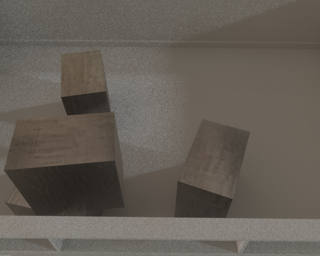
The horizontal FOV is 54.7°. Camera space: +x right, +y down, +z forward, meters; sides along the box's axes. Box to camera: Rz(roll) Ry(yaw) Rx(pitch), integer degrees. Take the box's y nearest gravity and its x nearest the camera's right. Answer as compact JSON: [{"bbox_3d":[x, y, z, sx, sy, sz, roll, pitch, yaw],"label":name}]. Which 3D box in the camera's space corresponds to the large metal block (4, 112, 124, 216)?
[{"bbox_3d":[-0.076,0.034,0.275,0.081,0.080,0.050,-5,50,-4],"label":"large metal block"}]

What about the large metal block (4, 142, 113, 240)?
[{"bbox_3d":[-0.100,0.064,0.334,0.080,0.050,0.080,10,51,8],"label":"large metal block"}]

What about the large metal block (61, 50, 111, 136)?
[{"bbox_3d":[-0.094,-0.043,0.405,0.050,0.080,0.080,-9,51,-7],"label":"large metal block"}]

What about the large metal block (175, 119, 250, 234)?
[{"bbox_3d":[0.054,0.051,0.327,0.050,0.080,0.080,16,52,13],"label":"large metal block"}]
